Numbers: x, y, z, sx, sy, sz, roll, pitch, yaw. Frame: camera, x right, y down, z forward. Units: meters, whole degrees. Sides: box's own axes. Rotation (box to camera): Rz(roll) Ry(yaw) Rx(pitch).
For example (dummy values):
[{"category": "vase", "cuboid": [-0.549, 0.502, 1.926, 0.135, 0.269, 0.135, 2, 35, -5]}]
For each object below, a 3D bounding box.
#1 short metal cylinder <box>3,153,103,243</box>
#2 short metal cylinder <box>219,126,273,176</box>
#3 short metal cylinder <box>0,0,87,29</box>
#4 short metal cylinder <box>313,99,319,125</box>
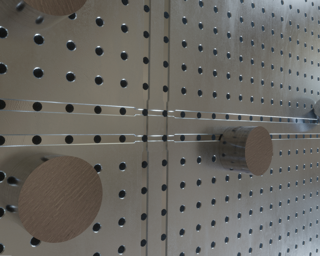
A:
[{"category": "short metal cylinder", "cuboid": [-0.105, 0.066, 0.306, 0.081, 0.050, 0.079, 0, 90, -40]}, {"category": "short metal cylinder", "cuboid": [0.144, 0.037, 0.517, 0.081, 0.050, 0.079, 0, 90, -40]}, {"category": "short metal cylinder", "cuboid": [-0.115, -0.142, 0.297, 0.081, 0.050, 0.079, 0, 90, -40]}, {"category": "short metal cylinder", "cuboid": [0.408, -0.036, 0.720, 0.050, 0.080, 0.080, 51, 60, -28]}]
